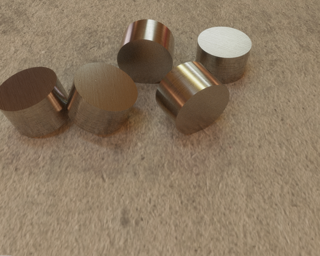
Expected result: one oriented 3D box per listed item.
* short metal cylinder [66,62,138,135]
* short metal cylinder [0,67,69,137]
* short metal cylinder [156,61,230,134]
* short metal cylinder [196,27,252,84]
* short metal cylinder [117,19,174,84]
[{"bbox_3d":[-0.075,-0.038,0.400,0.081,0.050,0.080,16,49,-18],"label":"short metal cylinder"},{"bbox_3d":[-0.163,-0.035,0.405,0.080,0.050,0.080,-6,50,8],"label":"short metal cylinder"},{"bbox_3d":[0.042,-0.038,0.400,0.081,0.080,0.050,-23,54,-19],"label":"short metal cylinder"},{"bbox_3d":[0.097,-0.114,0.484,0.081,0.050,0.080,0,50,0],"label":"short metal cylinder"},{"bbox_3d":[-0.020,-0.113,0.462,0.080,0.080,0.050,4,50,3],"label":"short metal cylinder"}]
